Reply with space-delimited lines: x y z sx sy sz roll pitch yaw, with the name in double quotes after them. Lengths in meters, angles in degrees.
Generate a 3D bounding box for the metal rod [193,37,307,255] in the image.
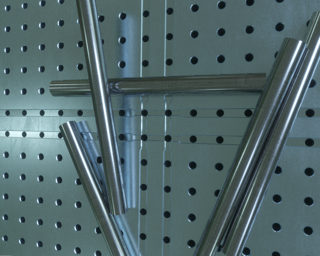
0.098 0.043 0.366 0.025 0.025 0.298 24 102 18 "metal rod"

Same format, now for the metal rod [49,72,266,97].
-0.016 -0.057 0.417 0.301 0.025 0.025 1 91 19 "metal rod"

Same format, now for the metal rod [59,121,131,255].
-0.076 0.129 0.438 0.025 0.025 0.299 -27 81 18 "metal rod"

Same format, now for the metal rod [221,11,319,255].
0.136 0.014 0.364 0.025 0.025 0.298 21 97 18 "metal rod"

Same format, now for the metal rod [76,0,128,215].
-0.077 -0.030 0.414 0.025 0.025 0.298 -6 97 19 "metal rod"
